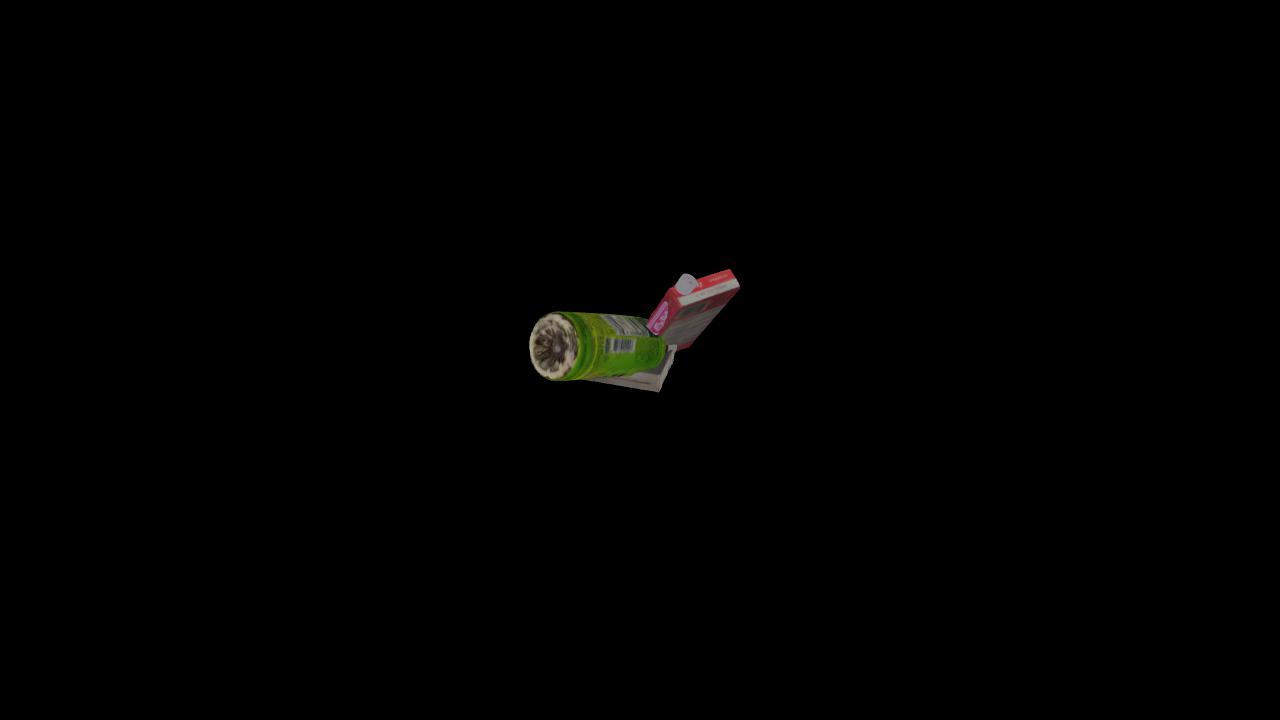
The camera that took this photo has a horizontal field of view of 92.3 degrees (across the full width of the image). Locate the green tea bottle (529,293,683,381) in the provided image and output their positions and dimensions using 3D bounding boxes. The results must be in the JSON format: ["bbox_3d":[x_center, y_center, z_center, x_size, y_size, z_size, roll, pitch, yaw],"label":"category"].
[{"bbox_3d":[-0.025,-0.015,0.681,0.073,0.073,0.212,0,0,37],"label":"green tea bottle"}]

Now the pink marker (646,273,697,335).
[{"bbox_3d":[0.024,-0.048,0.679,0.020,0.020,0.121,0,-37,-35],"label":"pink marker"}]

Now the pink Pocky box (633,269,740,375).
[{"bbox_3d":[0.048,-0.047,0.723,0.084,0.029,0.155,-20,-16,-26],"label":"pink Pocky box"}]

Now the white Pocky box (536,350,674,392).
[{"bbox_3d":[-0.041,-0.003,0.749,0.154,0.028,0.084,10,30,12],"label":"white Pocky box"}]
